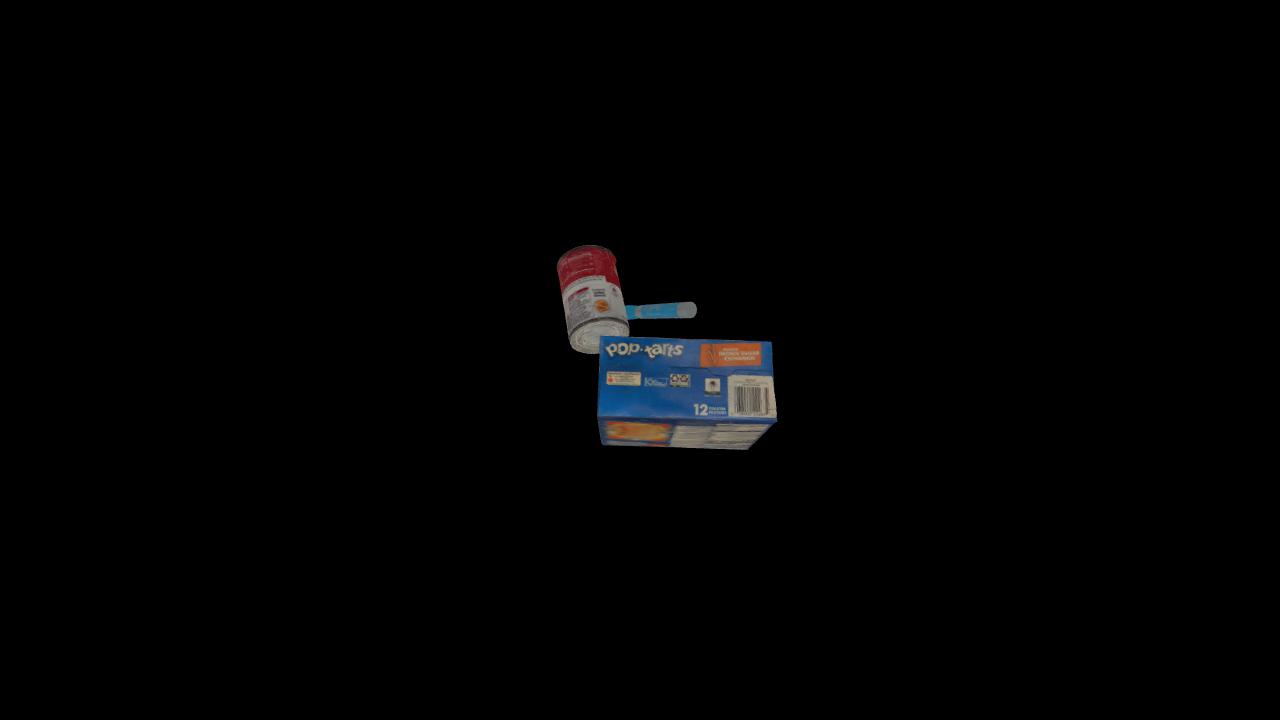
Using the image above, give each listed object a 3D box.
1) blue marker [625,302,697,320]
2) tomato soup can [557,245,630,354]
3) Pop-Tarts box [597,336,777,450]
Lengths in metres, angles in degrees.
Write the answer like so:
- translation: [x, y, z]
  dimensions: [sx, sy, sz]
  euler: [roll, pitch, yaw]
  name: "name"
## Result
- translation: [0.020, -0.059, 0.741]
  dimensions: [0.020, 0.020, 0.121]
  euler: [0, 2, -40]
  name: "blue marker"
- translation: [-0.051, -0.066, 0.672]
  dimensions: [0.068, 0.101, 0.068]
  euler: [-9, -29, -5]
  name: "tomato soup can"
- translation: [0.041, 0.038, 0.635]
  dimensions: [0.167, 0.083, 0.141]
  euler: [2, -19, -1]
  name: "Pop-Tarts box"
